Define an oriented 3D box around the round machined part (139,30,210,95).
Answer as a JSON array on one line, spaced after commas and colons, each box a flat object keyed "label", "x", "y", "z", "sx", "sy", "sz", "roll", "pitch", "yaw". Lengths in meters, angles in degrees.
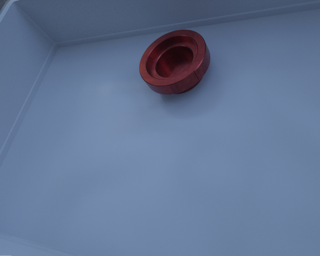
[{"label": "round machined part", "x": 0.024, "y": -0.087, "z": 0.437, "sx": 0.098, "sy": 0.042, "sz": 0.098, "roll": -13, "pitch": 56, "yaw": 21}]
